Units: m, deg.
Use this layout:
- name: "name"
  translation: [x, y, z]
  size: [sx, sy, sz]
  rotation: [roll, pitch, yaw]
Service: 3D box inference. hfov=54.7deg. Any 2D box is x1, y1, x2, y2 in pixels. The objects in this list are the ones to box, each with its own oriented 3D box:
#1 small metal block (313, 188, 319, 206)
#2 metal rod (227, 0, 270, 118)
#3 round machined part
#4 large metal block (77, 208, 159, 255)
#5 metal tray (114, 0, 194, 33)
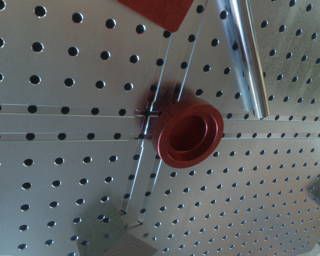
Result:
- name: "small metal block"
  translation: [0.389, 0.157, 0.720]
  size: [0.050, 0.025, 0.050]
  rotation: [-40, 130, -1]
- name: "metal rod"
  translation: [0.105, -0.127, 0.389]
  size: [0.025, 0.025, 0.299]
  rotation: [-33, 129, -7]
- name: "round machined part"
  translation: [0.034, 0.003, 0.420]
  size: [0.099, 0.042, 0.097]
  rotation: [-14, 124, -21]
- name: "large metal block"
  translation: [-0.064, 0.181, 0.472]
  size: [0.080, 0.050, 0.080]
  rotation: [-42, 130, 1]
- name: "metal tray"
  translation: [-0.018, -0.162, 0.298]
  size: [0.131, 0.030, 0.090]
  rotation: [18, 109, -35]
